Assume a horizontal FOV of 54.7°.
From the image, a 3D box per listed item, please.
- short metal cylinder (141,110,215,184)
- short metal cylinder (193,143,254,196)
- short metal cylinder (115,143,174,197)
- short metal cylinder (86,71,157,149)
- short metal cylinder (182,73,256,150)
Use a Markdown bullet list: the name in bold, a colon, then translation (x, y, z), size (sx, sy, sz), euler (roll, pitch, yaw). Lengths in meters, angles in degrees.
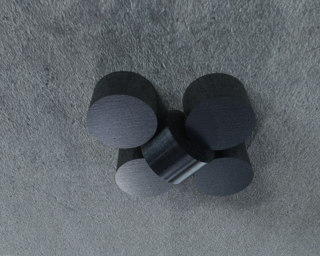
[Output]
- **short metal cylinder**: translation (0.023, 0.024, 0.393), size (0.080, 0.080, 0.050), euler (32, 123, -25)
- **short metal cylinder**: translation (0.085, 0.051, 0.436), size (0.081, 0.050, 0.079), euler (0, 130, 0)
- **short metal cylinder**: translation (-0.020, 0.053, 0.435), size (0.081, 0.050, 0.079), euler (0, 130, 0)
- **short metal cylinder**: translation (-0.043, -0.021, 0.372), size (0.081, 0.050, 0.079), euler (0, 130, 0)
- **short metal cylinder**: translation (0.069, -0.019, 0.375), size (0.081, 0.050, 0.079), euler (0, 130, 0)
